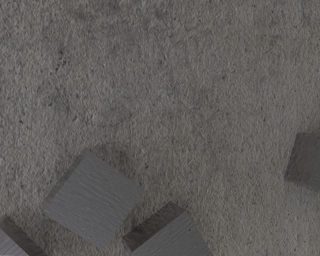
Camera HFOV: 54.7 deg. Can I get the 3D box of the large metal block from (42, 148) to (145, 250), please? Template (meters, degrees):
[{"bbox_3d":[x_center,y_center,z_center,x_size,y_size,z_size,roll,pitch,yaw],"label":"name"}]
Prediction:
[{"bbox_3d":[-0.079,0.081,0.367,0.080,0.050,0.080,39,78,-16],"label":"large metal block"}]

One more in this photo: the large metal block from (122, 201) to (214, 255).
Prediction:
[{"bbox_3d":[0.011,0.156,0.400,0.080,0.050,0.080,-34,101,-17],"label":"large metal block"}]

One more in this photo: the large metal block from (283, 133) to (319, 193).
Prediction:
[{"bbox_3d":[0.255,0.059,0.490,0.080,0.050,0.080,22,83,-19],"label":"large metal block"}]

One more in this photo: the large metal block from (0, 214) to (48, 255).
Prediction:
[{"bbox_3d":[-0.174,0.155,0.332,0.080,0.050,0.080,-42,103,-15],"label":"large metal block"}]
